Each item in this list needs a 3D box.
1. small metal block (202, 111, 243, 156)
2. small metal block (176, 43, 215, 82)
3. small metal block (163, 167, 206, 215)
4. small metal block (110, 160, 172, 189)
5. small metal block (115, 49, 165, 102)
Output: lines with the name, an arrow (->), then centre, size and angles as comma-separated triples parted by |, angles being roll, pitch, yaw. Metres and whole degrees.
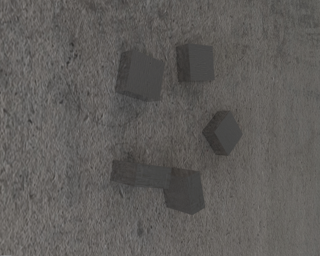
small metal block -> 0.099, 0.008, 0.487 | 0.050, 0.025, 0.050 | -49, 119, -29
small metal block -> 0.051, -0.093, 0.447 | 0.050, 0.025, 0.050 | -8, 95, -40
small metal block -> 0.030, 0.083, 0.413 | 0.025, 0.050, 0.050 | -18, 102, -39
small metal block -> -0.023, 0.055, 0.369 | 0.050, 0.050, 0.025 | 13, 82, -39
small metal block -> -0.024, -0.063, 0.384 | 0.050, 0.025, 0.050 | 14, 81, -39
